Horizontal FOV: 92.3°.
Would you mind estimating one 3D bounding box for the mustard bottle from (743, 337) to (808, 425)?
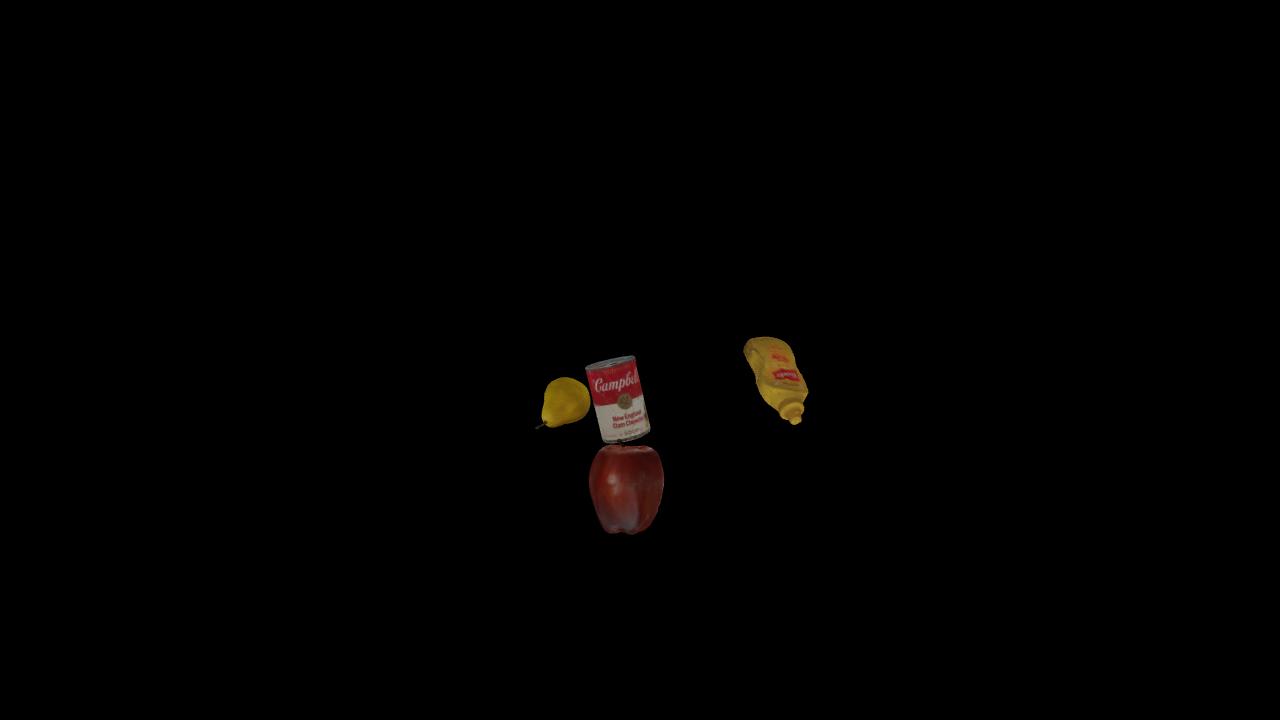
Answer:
[{"bbox_3d":[0.242,0.039,1.060,0.092,0.054,0.184,14,39,-21],"label":"mustard bottle"}]

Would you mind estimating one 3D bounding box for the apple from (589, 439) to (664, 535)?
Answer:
[{"bbox_3d":[-0.016,0.126,0.620,0.079,0.093,0.079,-2,-7,0],"label":"apple"}]

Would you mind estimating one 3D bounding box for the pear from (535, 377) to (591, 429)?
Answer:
[{"bbox_3d":[-0.128,0.080,1.007,0.080,0.080,0.111,0,37,22],"label":"pear"}]

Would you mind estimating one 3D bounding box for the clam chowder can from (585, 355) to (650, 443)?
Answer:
[{"bbox_3d":[-0.029,0.051,0.810,0.068,0.102,0.068,-12,7,2],"label":"clam chowder can"}]
